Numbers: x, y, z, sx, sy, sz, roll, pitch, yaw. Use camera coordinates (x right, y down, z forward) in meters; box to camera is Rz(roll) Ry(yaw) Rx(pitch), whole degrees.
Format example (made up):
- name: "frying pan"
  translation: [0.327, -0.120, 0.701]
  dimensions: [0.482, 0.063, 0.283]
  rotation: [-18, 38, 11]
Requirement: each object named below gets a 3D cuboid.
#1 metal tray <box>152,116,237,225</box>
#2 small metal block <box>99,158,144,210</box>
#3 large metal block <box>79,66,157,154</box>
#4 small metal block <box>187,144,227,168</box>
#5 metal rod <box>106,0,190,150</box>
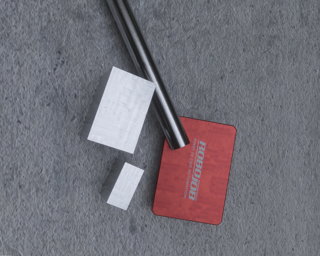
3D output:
- name: "metal tray"
  translation: [0.044, 0.054, 0.410]
  dimensions: [0.091, 0.030, 0.129]
  rotation: [10, 86, -2]
- name: "small metal block"
  translation: [-0.048, 0.067, 0.379]
  dimensions: [0.025, 0.050, 0.050]
  rotation: [27, 81, -19]
- name: "large metal block"
  translation: [-0.052, -0.019, 0.361]
  dimensions: [0.050, 0.080, 0.080]
  rotation: [20, 83, -19]
- name: "small metal block"
  translation: [0.065, 0.039, 0.435]
  dimensions: [0.050, 0.025, 0.050]
  rotation: [-46, 105, -14]
- name: "metal rod"
  translation: [-0.034, -0.114, 0.379]
  dimensions: [0.025, 0.025, 0.299]
  rotation: [-24, 92, -19]
